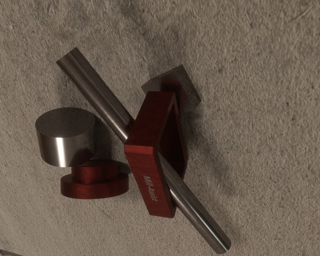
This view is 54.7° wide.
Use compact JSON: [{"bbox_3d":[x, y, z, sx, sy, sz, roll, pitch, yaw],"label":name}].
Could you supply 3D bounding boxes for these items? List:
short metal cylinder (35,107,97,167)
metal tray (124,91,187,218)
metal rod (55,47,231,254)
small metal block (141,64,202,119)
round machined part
[{"bbox_3d":[-0.133,0.011,0.446,0.080,0.080,0.050,17,125,18],"label":"short metal cylinder"},{"bbox_3d":[0.002,0.033,0.360,0.030,0.090,0.129,3,137,18],"label":"metal tray"},{"bbox_3d":[-0.004,0.041,0.348,0.025,0.025,0.300,-22,116,36],"label":"metal rod"},{"bbox_3d":[0.014,-0.041,0.373,0.050,0.025,0.050,-19,108,35],"label":"small metal block"},{"bbox_3d":[-0.096,0.072,0.460,0.098,0.098,0.042,1,93,27],"label":"round machined part"}]
